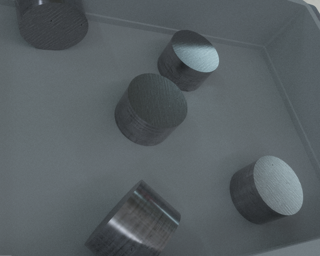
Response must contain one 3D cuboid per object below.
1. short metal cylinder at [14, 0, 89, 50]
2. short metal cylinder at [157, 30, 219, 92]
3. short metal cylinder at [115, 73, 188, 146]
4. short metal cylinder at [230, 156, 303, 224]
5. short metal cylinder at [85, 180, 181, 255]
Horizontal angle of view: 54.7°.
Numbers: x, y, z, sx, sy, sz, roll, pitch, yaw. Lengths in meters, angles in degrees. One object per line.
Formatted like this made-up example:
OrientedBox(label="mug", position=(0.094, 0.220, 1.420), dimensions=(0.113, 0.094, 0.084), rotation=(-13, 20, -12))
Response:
OrientedBox(label="short metal cylinder", position=(-0.135, -0.143, 0.386), dimensions=(0.081, 0.080, 0.050), rotation=(-5, 64, -31))
OrientedBox(label="short metal cylinder", position=(0.043, -0.103, 0.478), dimensions=(0.081, 0.050, 0.080), rotation=(14, 56, -21))
OrientedBox(label="short metal cylinder", position=(-0.012, -0.023, 0.399), dimensions=(0.081, 0.050, 0.080), rotation=(14, 56, -21))
OrientedBox(label="short metal cylinder", position=(0.142, 0.084, 0.418), dimensions=(0.081, 0.050, 0.080), rotation=(14, 56, -21))
OrientedBox(label="short metal cylinder", position=(-0.026, 0.097, 0.299), dimensions=(0.050, 0.080, 0.080), rotation=(42, 51, 0))
